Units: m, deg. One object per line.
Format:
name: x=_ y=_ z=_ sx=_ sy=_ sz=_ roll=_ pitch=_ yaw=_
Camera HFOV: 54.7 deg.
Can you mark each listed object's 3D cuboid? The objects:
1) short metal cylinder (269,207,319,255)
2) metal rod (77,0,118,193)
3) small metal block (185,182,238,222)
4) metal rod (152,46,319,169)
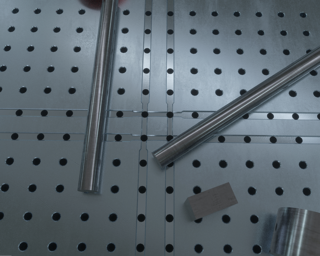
short metal cylinder: x=0.166 y=0.124 z=0.338 sx=0.080 sy=0.080 sz=0.050 roll=18 pitch=71 yaw=6
metal rod: x=-0.083 y=-0.062 z=0.433 sx=0.025 sy=0.025 sz=0.299 roll=2 pitch=70 yaw=1
small metal block: x=0.059 y=0.088 z=0.366 sx=0.050 sy=0.050 sz=0.025 roll=-19 pitch=71 yaw=-7
metal rod: x=0.122 y=-0.037 z=0.425 sx=0.301 sy=0.025 sz=0.025 roll=-32 pitch=73 yaw=-11
